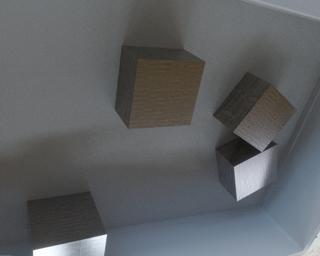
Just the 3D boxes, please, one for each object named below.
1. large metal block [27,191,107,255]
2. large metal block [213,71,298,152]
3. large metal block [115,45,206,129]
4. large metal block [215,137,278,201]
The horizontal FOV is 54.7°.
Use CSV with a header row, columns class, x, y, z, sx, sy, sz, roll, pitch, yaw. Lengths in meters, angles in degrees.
class,x,y,z,sx,sy,sz,roll,pitch,yaw
large metal block,-0.120,0.130,0.388,0.081,0.080,0.050,-4,120,-27
large metal block,0.140,-0.022,0.455,0.080,0.050,0.080,30,102,-38
large metal block,-0.003,-0.048,0.361,0.081,0.050,0.079,-4,120,-27
large metal block,0.142,0.060,0.507,0.080,0.050,0.080,-25,128,-13
